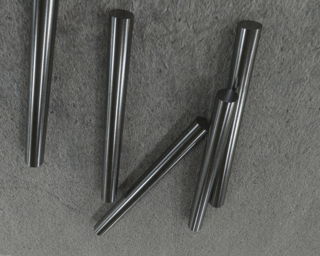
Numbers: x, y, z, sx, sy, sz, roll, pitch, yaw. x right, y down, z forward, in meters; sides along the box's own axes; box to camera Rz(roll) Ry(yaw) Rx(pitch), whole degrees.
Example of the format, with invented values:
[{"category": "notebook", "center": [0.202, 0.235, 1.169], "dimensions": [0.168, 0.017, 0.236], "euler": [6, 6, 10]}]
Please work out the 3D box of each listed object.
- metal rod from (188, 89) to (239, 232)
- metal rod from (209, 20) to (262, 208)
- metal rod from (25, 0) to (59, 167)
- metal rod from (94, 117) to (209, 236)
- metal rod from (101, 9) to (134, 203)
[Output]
[{"category": "metal rod", "center": [0.069, 0.069, 0.451], "dimensions": [0.025, 0.025, 0.298], "euler": [2, 135, -2]}, {"category": "metal rod", "center": [0.093, 0.008, 0.414], "dimensions": [0.025, 0.025, 0.298], "euler": [0, 130, 0]}, {"category": "metal rod", "center": [-0.136, -0.061, 0.353], "dimensions": [0.025, 0.025, 0.298], "euler": [13, 129, -11]}, {"category": "metal rod", "center": [-0.026, 0.089, 0.482], "dimensions": [0.025, 0.025, 0.298], "euler": [27, 125, -21]}, {"category": "metal rod", "center": [-0.060, -0.002, 0.404], "dimensions": [0.025, 0.025, 0.298], "euler": [6, 130, -6]}]
